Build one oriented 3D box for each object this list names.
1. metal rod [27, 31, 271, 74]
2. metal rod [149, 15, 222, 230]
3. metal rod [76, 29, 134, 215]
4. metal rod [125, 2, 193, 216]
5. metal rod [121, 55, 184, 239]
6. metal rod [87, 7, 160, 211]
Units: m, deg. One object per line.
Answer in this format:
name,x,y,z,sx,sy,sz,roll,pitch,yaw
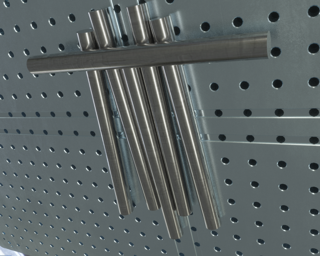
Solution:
metal rod,-0.035,-0.080,0.348,0.300,0.025,0.025,2,119,27
metal rod,0.039,0.011,0.398,0.025,0.025,0.299,-3,117,29
metal rod,-0.074,0.009,0.455,0.025,0.025,0.298,7,122,25
metal rod,0.006,-0.005,0.407,0.025,0.025,0.298,1,119,28
metal rod,-0.006,0.041,0.440,0.025,0.025,0.298,1,119,28
metal rod,-0.041,-0.008,0.429,0.025,0.025,0.298,1,119,28
